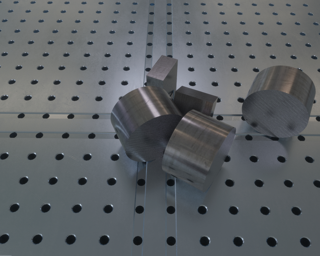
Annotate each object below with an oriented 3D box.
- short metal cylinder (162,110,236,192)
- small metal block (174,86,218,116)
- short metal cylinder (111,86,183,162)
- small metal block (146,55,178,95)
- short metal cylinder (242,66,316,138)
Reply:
[{"bbox_3d":[0.045,0.025,0.351,0.050,0.080,0.080,26,55,20],"label":"short metal cylinder"},{"bbox_3d":[0.043,-0.022,0.406,0.050,0.050,0.025,20,30,15],"label":"small metal block"},{"bbox_3d":[-0.013,-0.004,0.375,0.081,0.080,0.050,-19,53,-16],"label":"short metal cylinder"},{"bbox_3d":[0.004,-0.068,0.449,0.025,0.050,0.050,20,53,16],"label":"small metal block"},{"bbox_3d":[0.153,-0.033,0.401,0.080,0.080,0.050,21,53,17],"label":"short metal cylinder"}]
